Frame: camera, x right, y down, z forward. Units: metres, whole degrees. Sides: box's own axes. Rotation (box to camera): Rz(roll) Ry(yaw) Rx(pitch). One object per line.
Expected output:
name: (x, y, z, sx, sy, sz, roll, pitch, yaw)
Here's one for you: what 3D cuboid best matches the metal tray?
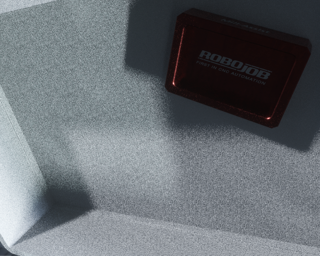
metal tray: (0.076, -0.063, 0.326, 0.130, 0.030, 0.089, 21, 127, 15)
